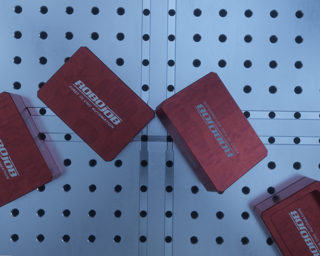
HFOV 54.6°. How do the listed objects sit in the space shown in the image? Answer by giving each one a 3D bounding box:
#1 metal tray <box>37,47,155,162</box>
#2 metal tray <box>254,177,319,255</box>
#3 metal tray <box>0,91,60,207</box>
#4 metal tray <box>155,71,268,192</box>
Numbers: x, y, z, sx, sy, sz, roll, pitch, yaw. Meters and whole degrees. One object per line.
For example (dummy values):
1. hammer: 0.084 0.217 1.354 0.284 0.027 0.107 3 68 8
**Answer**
1. metal tray: -0.082 -0.031 0.410 0.130 0.030 0.090 44 90 0
2. metal tray: 0.199 0.143 0.412 0.090 0.030 0.130 -30 90 0
3. metal tray: -0.205 0.029 0.410 0.090 0.030 0.130 -27 90 0
4. metal tray: 0.066 0.005 0.397 0.090 0.030 0.130 -33 90 -20
